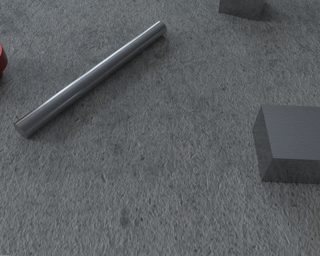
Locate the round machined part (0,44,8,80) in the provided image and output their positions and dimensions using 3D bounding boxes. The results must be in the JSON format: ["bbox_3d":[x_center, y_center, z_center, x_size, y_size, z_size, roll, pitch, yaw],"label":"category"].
[{"bbox_3d":[-0.281,-0.092,0.465,0.099,0.042,0.098,0,50,0],"label":"round machined part"}]

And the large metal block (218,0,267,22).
[{"bbox_3d":[0.168,-0.261,0.608,0.080,0.050,0.080,19,52,15],"label":"large metal block"}]

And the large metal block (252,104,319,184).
[{"bbox_3d":[0.163,0.019,0.373,0.081,0.050,0.080,3,50,2],"label":"large metal block"}]

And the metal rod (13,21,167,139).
[{"bbox_3d":[-0.089,-0.087,0.475,0.025,0.025,0.301,30,56,22],"label":"metal rod"}]
